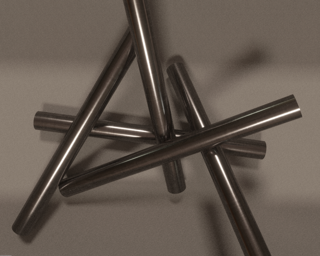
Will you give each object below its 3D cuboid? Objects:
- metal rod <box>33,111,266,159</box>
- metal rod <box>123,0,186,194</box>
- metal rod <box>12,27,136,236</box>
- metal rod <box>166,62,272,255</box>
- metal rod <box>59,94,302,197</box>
[{"bbox_3d":[-0.012,0.010,0.411,0.302,0.025,0.025,8,90,-1],"label":"metal rod"},{"bbox_3d":[-0.007,-0.052,0.352,0.025,0.025,0.298,-13,114,0],"label":"metal rod"},{"bbox_3d":[-0.104,0.010,0.385,0.025,0.025,0.299,33,99,-1],"label":"metal rod"},{"bbox_3d":[0.069,0.049,0.355,0.025,0.025,0.299,-21,67,0],"label":"metal rod"},{"bbox_3d":[0.006,0.029,0.361,0.300,0.025,0.025,-21,91,20],"label":"metal rod"}]
